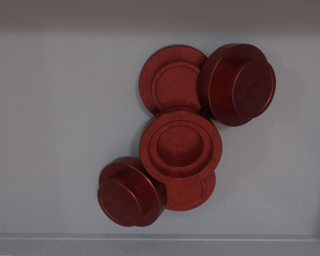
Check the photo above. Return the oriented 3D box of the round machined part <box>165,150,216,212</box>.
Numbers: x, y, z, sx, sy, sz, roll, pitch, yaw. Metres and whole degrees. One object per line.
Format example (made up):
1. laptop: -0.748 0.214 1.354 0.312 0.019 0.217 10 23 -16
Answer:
1. round machined part: 0.028 0.075 0.429 0.099 0.042 0.097 0 110 -1

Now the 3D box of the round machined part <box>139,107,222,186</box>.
1. round machined part: 0.024 0.020 0.385 0.099 0.042 0.097 0 110 -1

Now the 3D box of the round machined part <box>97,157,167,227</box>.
1. round machined part: -0.043 0.091 0.411 0.098 0.042 0.097 13 117 26

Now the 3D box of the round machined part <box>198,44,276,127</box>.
1. round machined part: 0.096 -0.048 0.361 0.099 0.042 0.097 -10 110 -29

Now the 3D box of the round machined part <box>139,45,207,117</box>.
1. round machined part: 0.023 -0.051 0.382 0.099 0.042 0.097 0 110 -1
